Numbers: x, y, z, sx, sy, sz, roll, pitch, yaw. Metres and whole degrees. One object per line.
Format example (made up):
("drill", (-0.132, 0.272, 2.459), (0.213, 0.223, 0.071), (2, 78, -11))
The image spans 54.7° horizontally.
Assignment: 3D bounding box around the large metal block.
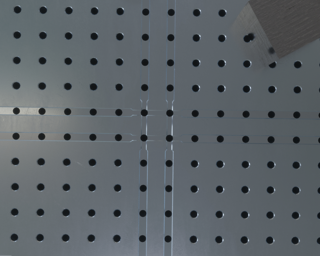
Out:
("large metal block", (0.162, -0.138, 0.402), (0.080, 0.050, 0.080), (-28, 90, 0))
